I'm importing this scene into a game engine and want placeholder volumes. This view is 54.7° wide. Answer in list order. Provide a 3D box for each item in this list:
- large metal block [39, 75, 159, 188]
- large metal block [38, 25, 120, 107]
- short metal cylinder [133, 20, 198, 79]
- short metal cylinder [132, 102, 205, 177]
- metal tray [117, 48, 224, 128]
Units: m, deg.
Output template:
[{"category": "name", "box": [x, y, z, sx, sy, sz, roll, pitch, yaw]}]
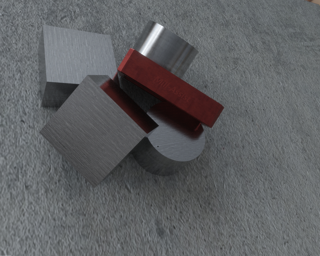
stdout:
[{"category": "large metal block", "box": [-0.062, 0.001, 0.327, 0.080, 0.080, 0.050, 45, 15, 2]}, {"category": "large metal block", "box": [-0.101, -0.071, 0.376, 0.081, 0.050, 0.080, 1, 61, -28]}, {"category": "short metal cylinder", "box": [0.006, -0.106, 0.432, 0.080, 0.050, 0.080, 31, 11, -6]}, {"category": "short metal cylinder", "box": [0.009, 0.014, 0.386, 0.081, 0.050, 0.080, 14, 56, -21]}, {"category": "metal tray", "box": [0.010, -0.049, 0.400, 0.130, 0.090, 0.030, 31, 92, -8]}]
